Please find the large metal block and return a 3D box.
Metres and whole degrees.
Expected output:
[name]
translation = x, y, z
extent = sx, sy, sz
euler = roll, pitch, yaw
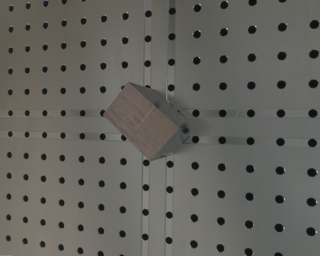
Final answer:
[large metal block]
translation = -0.010, -0.008, 0.387
extent = 0.080, 0.080, 0.050
euler = 43, 104, 14
